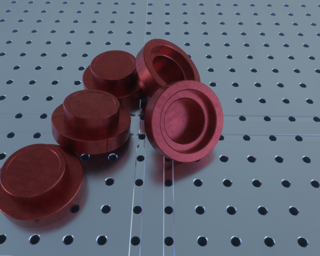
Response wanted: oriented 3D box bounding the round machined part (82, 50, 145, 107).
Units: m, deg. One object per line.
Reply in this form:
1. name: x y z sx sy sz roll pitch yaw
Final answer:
1. round machined part: -0.066 -0.079 0.462 0.099 0.042 0.098 0 50 0

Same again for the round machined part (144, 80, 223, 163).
1. round machined part: 0.026 -0.009 0.381 0.099 0.098 0.042 -27 15 -21

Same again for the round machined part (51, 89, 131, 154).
1. round machined part: -0.086 -0.014 0.392 0.099 0.042 0.098 7 36 -5

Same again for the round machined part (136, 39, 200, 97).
1. round machined part: 0.007 -0.074 0.439 0.099 0.042 0.098 21 51 -29

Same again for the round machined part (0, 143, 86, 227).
1. round machined part: -0.136 0.056 0.348 0.099 0.042 0.098 1 50 -1
